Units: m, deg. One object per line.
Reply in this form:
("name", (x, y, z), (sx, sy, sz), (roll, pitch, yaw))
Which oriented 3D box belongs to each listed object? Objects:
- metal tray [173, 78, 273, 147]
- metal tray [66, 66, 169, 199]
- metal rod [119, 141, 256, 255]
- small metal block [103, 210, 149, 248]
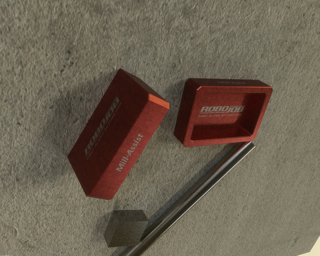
("metal tray", (0.090, -0.023, 0.440), (0.131, 0.030, 0.089), (-3, 120, -27))
("metal tray", (-0.054, 0.004, 0.355), (0.030, 0.090, 0.129), (22, 105, -41))
("metal rod", (0.038, 0.127, 0.508), (0.300, 0.025, 0.025), (-44, 130, 2))
("small metal block", (-0.052, 0.154, 0.475), (0.050, 0.025, 0.050), (9, 114, -33))
